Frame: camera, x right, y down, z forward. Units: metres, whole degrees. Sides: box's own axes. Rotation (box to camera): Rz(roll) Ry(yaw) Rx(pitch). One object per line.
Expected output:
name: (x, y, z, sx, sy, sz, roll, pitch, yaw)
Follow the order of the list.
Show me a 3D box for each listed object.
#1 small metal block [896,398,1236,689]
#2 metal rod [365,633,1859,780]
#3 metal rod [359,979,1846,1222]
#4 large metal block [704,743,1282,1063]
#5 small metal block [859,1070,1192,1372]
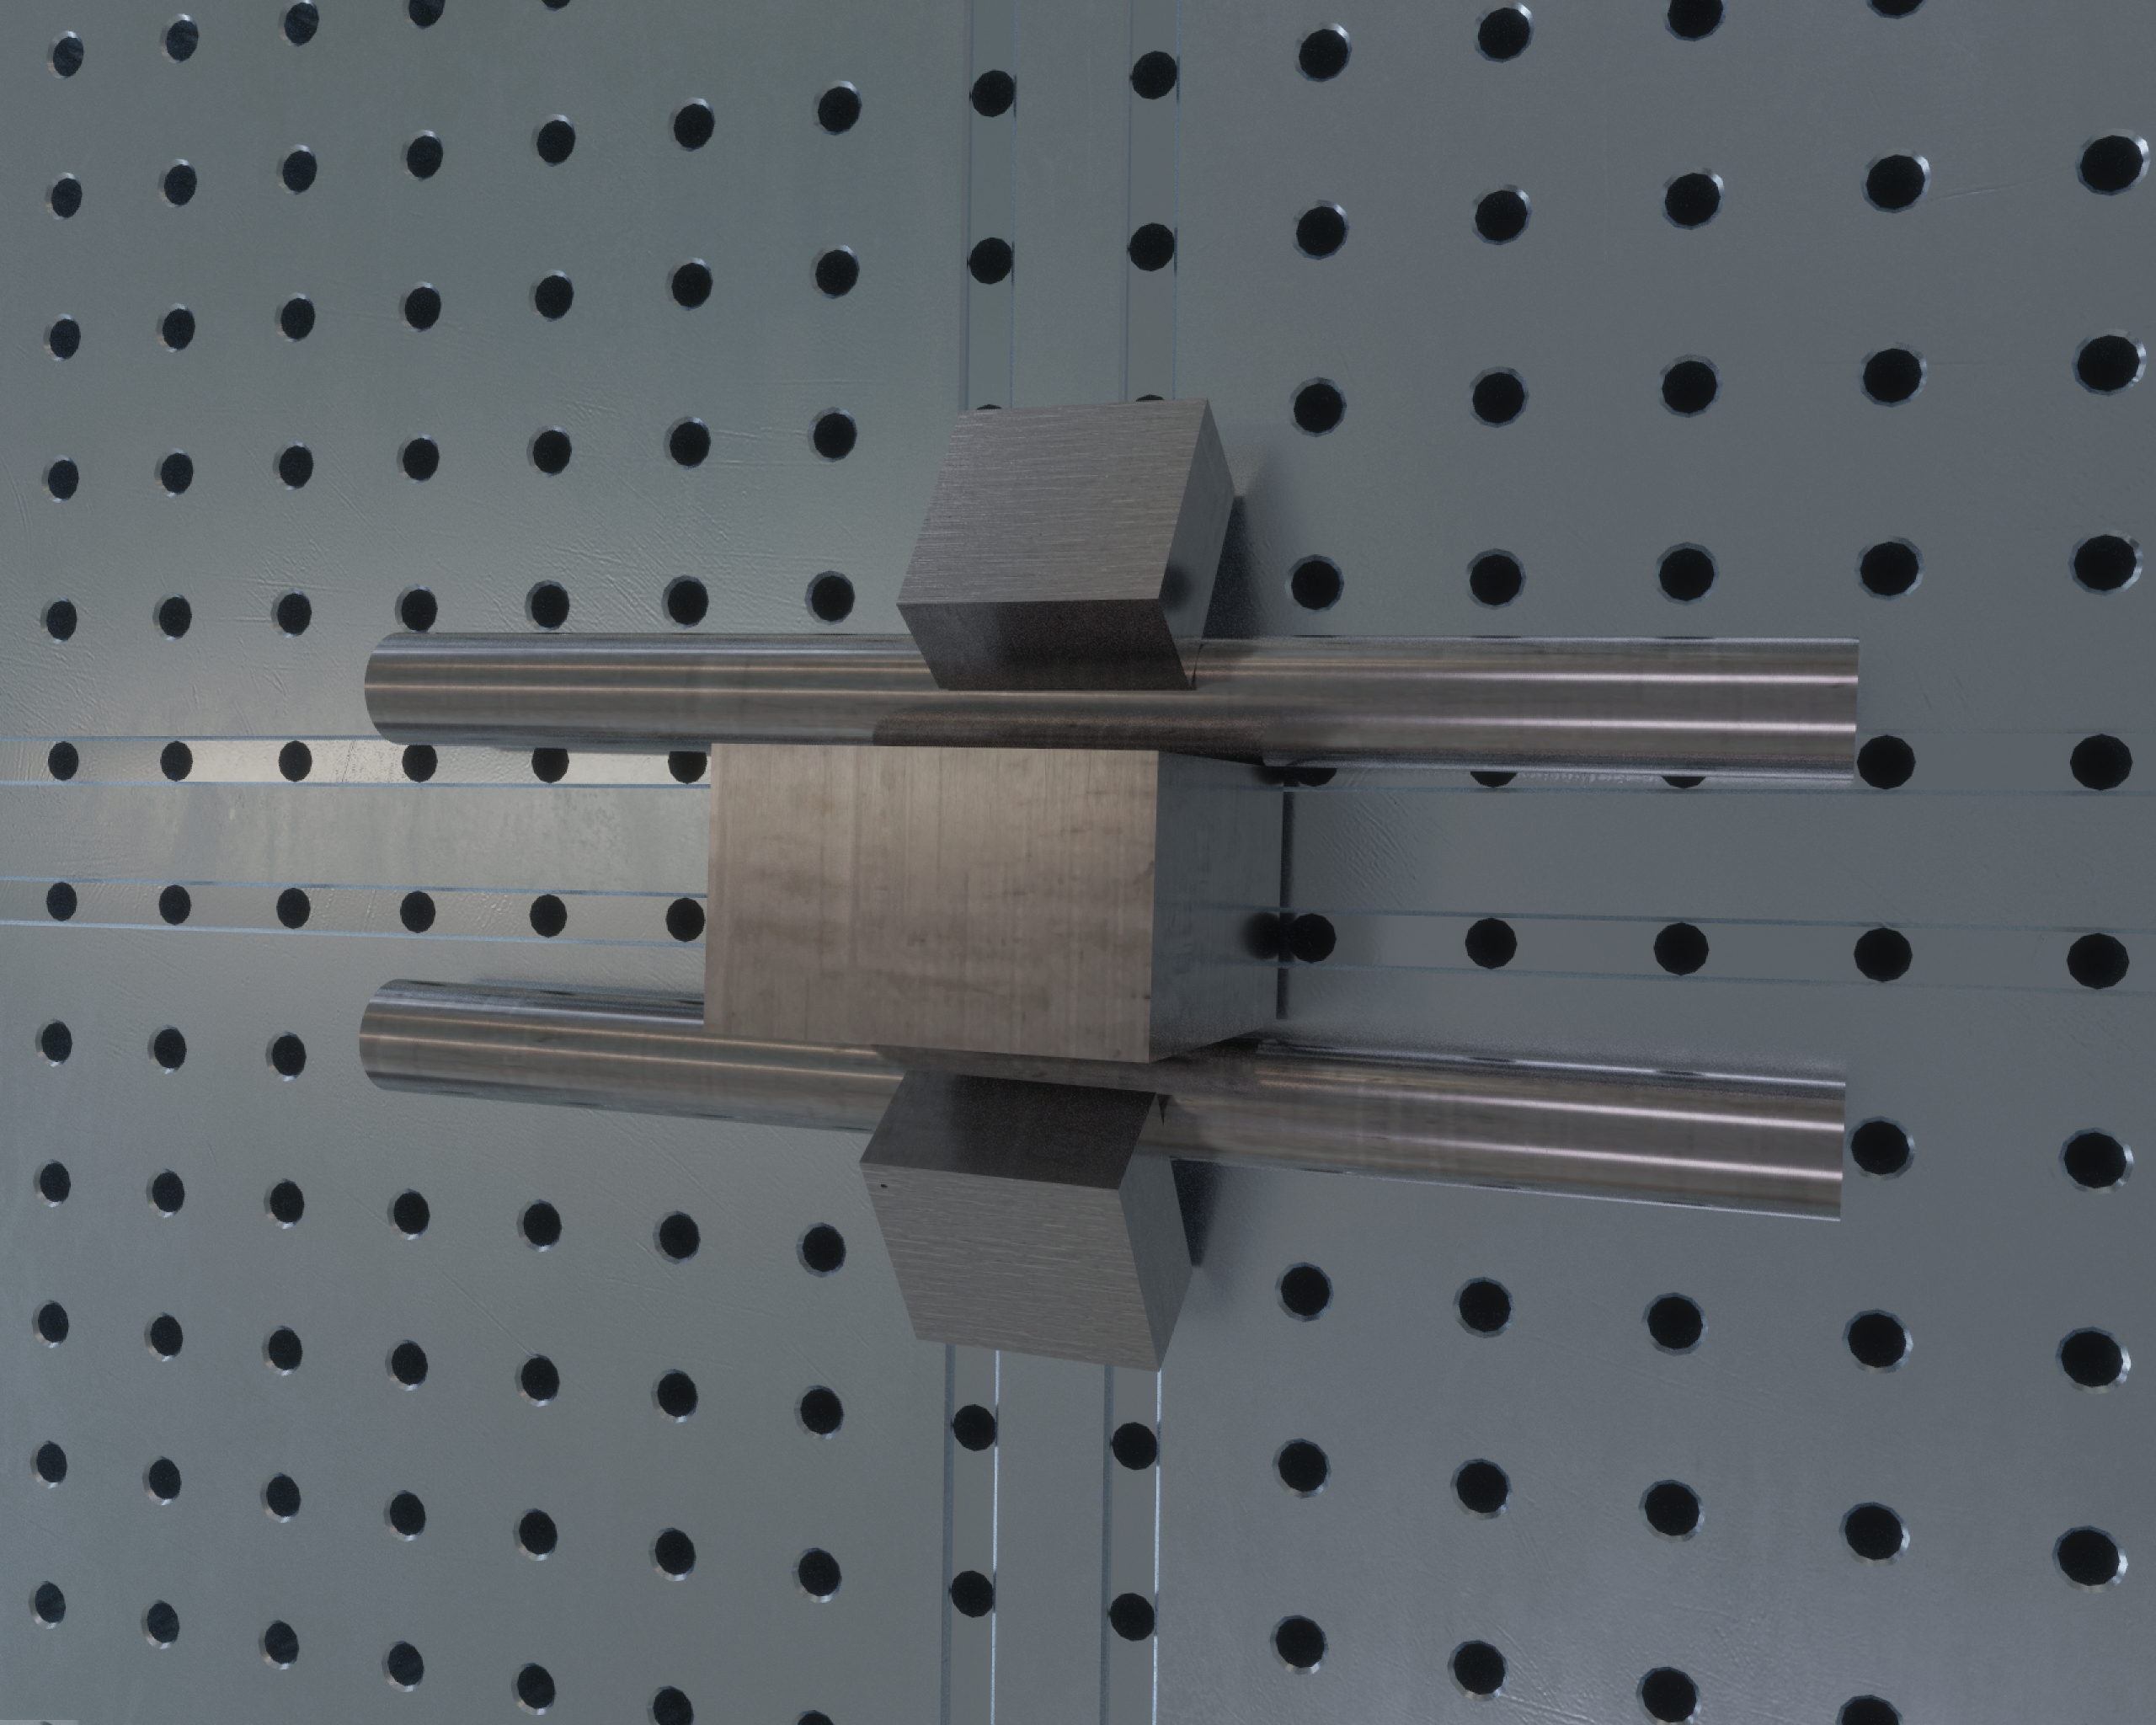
small metal block: (-0.001, -0.060, 0.397, 0.050, 0.025, 0.050, 1, 56, 19)
metal rod: (-0.007, -0.032, 0.410, 0.301, 0.025, 0.025, 2, 91, 19)
metal rod: (-0.009, 0.044, 0.412, 0.301, 0.025, 0.025, 2, 91, 19)
large metal block: (-0.012, 0.006, 0.383, 0.080, 0.080, 0.050, 2, 91, 20)
small metal block: (-0.009, 0.068, 0.399, 0.050, 0.025, 0.050, 3, 129, 19)
